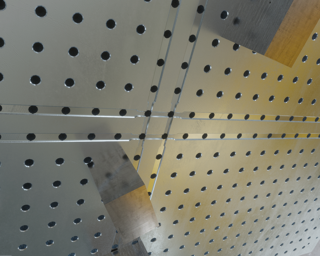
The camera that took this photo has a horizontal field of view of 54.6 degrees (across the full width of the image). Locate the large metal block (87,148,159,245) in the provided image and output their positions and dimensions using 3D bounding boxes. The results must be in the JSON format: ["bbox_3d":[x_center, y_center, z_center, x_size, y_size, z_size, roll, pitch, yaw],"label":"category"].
[{"bbox_3d":[-0.048,0.087,0.402,0.050,0.080,0.080,-25,127,-13],"label":"large metal block"}]

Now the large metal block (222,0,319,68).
[{"bbox_3d":[0.132,-0.128,0.368,0.050,0.080,0.080,12,113,-33],"label":"large metal block"}]

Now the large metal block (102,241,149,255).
[{"bbox_3d":[-0.051,0.241,0.496,0.081,0.080,0.050,-13,124,-21],"label":"large metal block"}]
